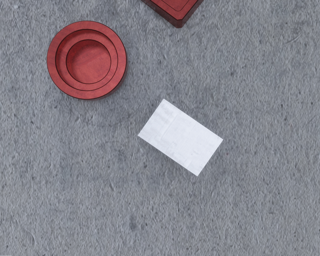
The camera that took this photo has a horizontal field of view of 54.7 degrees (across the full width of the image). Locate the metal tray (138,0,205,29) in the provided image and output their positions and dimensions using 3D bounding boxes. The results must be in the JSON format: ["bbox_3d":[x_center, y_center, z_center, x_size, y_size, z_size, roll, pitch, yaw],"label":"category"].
[{"bbox_3d":[0.003,-0.209,0.418,0.130,0.030,0.090,38,88,4],"label":"metal tray"}]

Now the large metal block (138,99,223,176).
[{"bbox_3d":[0.023,0.010,0.383,0.080,0.080,0.050,35,90,0],"label":"large metal block"}]

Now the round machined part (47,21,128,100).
[{"bbox_3d":[-0.090,-0.084,0.401,0.099,0.042,0.097,0,90,0],"label":"round machined part"}]
